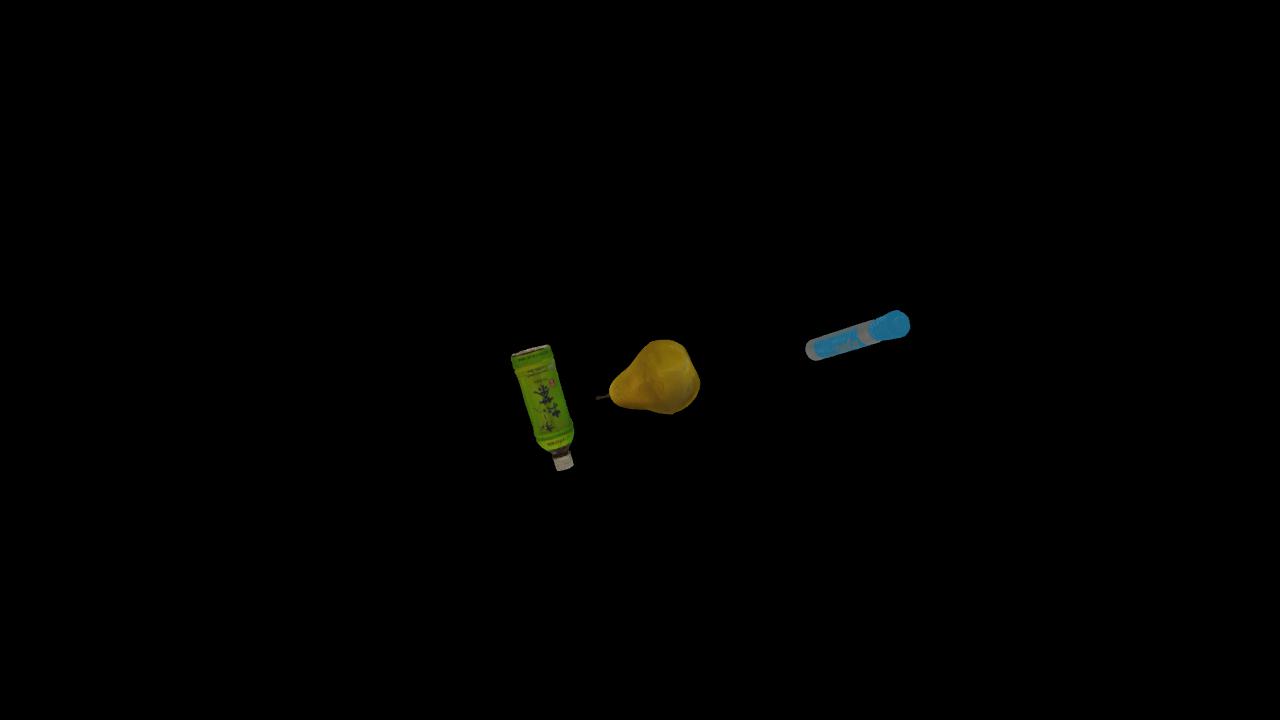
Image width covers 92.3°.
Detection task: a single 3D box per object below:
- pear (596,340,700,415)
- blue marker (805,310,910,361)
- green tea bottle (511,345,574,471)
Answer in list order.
[{"bbox_3d":[0.005,0.026,0.645,0.111,0.080,0.080,-25,-2,3],"label":"pear"},{"bbox_3d":[0.160,-0.017,0.462,0.020,0.020,0.121,0,-8,-12],"label":"blue marker"},{"bbox_3d":[-0.156,0.083,1.034,0.073,0.212,0.073,-14,9,2],"label":"green tea bottle"}]
